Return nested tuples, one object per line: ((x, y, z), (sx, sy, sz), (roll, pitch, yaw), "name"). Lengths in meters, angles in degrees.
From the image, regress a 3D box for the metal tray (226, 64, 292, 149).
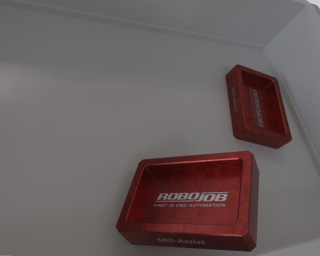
((0.160, -0.036, 0.510), (0.091, 0.030, 0.130), (14, 56, -21), "metal tray")

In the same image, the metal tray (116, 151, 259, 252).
((0.029, 0.071, 0.312), (0.030, 0.130, 0.090), (60, 34, -37), "metal tray")
